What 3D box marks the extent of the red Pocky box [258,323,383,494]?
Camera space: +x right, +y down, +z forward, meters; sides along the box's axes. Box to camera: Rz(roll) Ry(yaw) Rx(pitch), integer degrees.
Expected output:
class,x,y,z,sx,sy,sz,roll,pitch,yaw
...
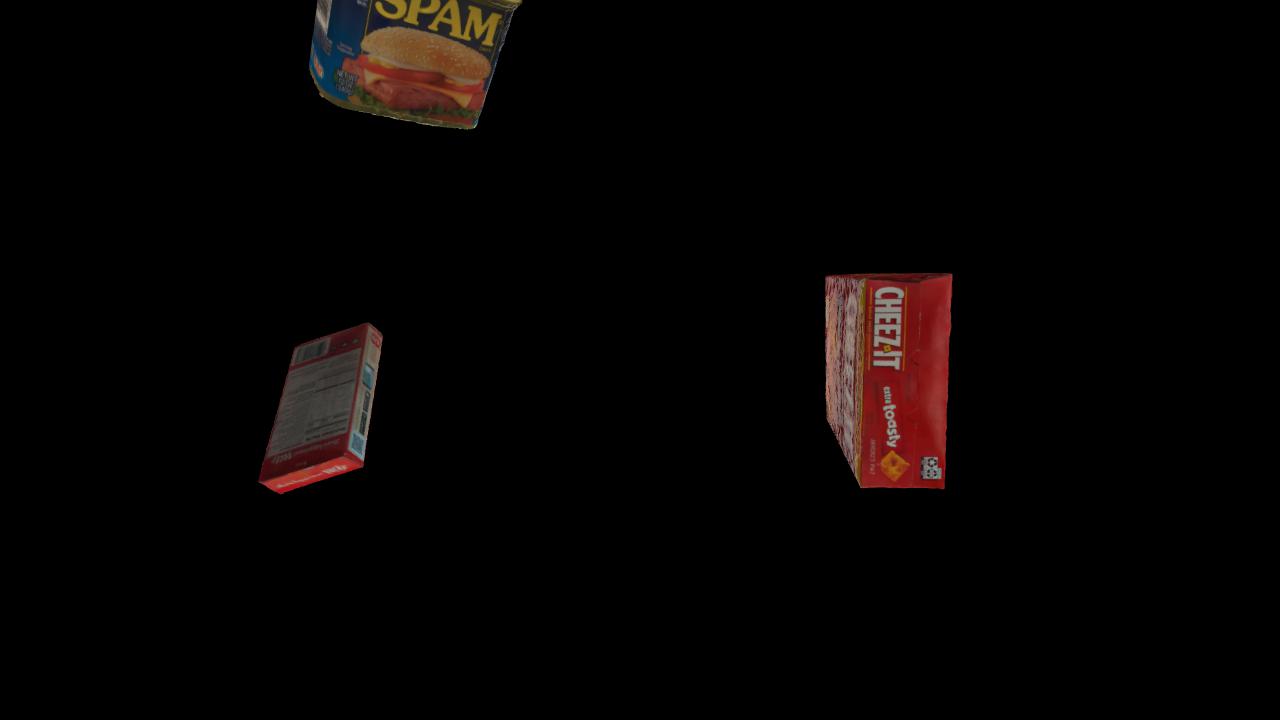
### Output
class,x,y,z,sx,sy,sz,roll,pitch,yaw
red Pocky box,-0.283,0.039,0.554,0.083,0.155,0.028,-17,-41,6

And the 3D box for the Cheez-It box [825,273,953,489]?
class,x,y,z,sx,sy,sz,roll,pitch,yaw
Cheez-It box,0.216,0.005,0.562,0.071,0.166,0.223,-1,8,10

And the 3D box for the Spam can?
class,x,y,z,sx,sy,sz,roll,pitch,yaw
Spam can,-0.132,-0.190,0.357,0.101,0.058,0.085,-5,-39,-41
